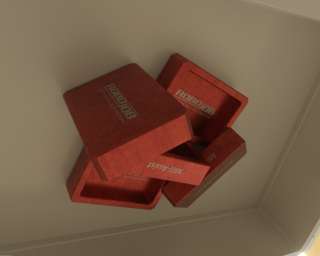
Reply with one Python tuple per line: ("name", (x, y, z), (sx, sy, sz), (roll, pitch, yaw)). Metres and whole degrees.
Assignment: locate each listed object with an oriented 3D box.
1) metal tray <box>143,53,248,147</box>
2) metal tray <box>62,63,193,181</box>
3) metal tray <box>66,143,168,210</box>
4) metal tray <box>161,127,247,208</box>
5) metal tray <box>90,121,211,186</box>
("metal tray", (0.048, -0.030, 0.413), (0.131, 0.030, 0.090), (23, 106, -37))
("metal tray", (-0.038, -0.015, 0.308), (0.091, 0.130, 0.030), (-26, 128, -12))
("metal tray", (-0.046, 0.061, 0.416), (0.131, 0.030, 0.089), (17, 109, -35))
("metal tray", (0.069, 0.062, 0.456), (0.130, 0.030, 0.090), (-43, 158, 2))
("metal tray", (-0.013, 0.023, 0.371), (0.131, 0.090, 0.030), (17, 110, -35))
